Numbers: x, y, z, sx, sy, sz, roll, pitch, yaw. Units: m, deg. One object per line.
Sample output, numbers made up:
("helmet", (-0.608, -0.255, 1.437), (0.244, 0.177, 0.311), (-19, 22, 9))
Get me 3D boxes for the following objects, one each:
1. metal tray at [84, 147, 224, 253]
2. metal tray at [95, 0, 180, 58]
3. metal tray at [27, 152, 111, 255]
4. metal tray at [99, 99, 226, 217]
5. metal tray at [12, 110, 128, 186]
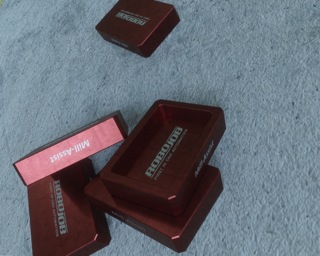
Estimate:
("metal tray", (-0.008, 0.067, 0.346), (0.130, 0.030, 0.090), (17, 51, 34))
("metal tray", (-0.041, -0.179, 0.532), (0.130, 0.030, 0.090), (32, 79, 38))
("metal tray", (-0.122, 0.105, 0.400), (0.090, 0.030, 0.130), (-31, 52, 8))
("metal tray", (0.007, 0.024, 0.341), (0.090, 0.030, 0.130), (11, 48, 30))
("metal tray", (-0.106, 0.021, 0.394), (0.131, 0.030, 0.090), (-26, 9, -2))
